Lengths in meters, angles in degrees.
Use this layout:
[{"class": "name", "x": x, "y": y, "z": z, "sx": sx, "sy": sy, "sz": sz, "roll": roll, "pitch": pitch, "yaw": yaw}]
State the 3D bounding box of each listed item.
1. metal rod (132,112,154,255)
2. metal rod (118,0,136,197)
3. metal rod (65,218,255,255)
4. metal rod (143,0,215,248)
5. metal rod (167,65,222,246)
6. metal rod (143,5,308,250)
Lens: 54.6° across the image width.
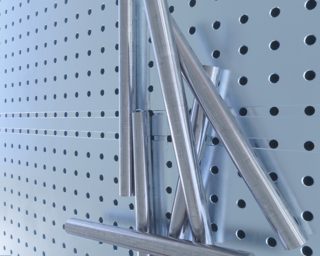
[{"class": "metal rod", "x": -0.021, "y": 0.128, "z": 0.427, "sx": 0.025, "sy": 0.025, "sz": 0.298, "roll": -4, "pitch": 87, "yaw": 40}, {"class": "metal rod", "x": -0.047, "y": -0.053, "z": 0.449, "sx": 0.025, "sy": 0.025, "sz": 0.298, "roll": -1, "pitch": 90, "yaw": 40}, {"class": "metal rod", "x": -0.026, "y": 0.145, "z": 0.397, "sx": 0.300, "sy": 0.025, "sz": 0.025, "roll": -5, "pitch": 87, "yaw": 40}, {"class": "metal rod", "x": 0.022, "y": -0.004, "z": 0.344, "sx": 0.025, "sy": 0.025, "sz": 0.298, "roll": -4, "pitch": 102, "yaw": 40}, {"class": "metal rod", "x": 0.033, "y": 0.074, "z": 0.383, "sx": 0.025, "sy": 0.025, "sz": 0.298, "roll": 17, "pitch": 101, "yaw": 39}, {"class": "metal rod", "x": 0.062, "y": -0.016, "z": 0.333, "sx": 0.025, "sy": 0.025, "sz": 0.299, "roll": -37, "pitch": 75, "yaw": 34}]
